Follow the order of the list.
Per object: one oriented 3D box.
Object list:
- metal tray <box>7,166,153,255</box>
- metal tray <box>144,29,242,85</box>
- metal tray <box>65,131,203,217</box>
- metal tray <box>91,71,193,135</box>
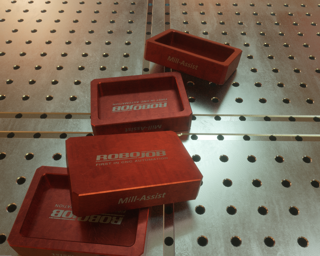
[{"bbox_3d":[-0.077,0.090,0.327,0.131,0.030,0.090,4,50,3],"label":"metal tray"},{"bbox_3d":[0.053,-0.115,0.485,0.130,0.030,0.090,22,36,17],"label":"metal tray"},{"bbox_3d":[-0.031,0.043,0.336,0.131,0.030,0.090,-4,35,-20],"label":"metal tray"},{"bbox_3d":[-0.028,-0.034,0.432,0.131,0.030,0.090,-6,50,-6],"label":"metal tray"}]
